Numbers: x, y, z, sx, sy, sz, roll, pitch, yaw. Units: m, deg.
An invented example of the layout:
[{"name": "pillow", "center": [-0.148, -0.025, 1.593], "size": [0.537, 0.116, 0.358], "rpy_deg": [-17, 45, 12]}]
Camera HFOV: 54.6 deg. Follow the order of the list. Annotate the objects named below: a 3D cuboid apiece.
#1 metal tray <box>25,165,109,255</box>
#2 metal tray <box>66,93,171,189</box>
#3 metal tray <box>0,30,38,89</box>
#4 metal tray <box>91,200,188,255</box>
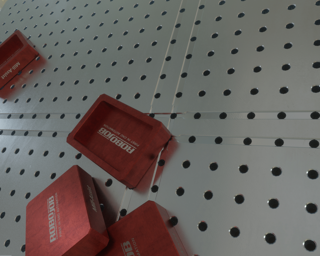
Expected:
[{"name": "metal tray", "center": [-0.117, 0.113, 0.375], "size": [0.090, 0.030, 0.130], "rpy_deg": [-40, 34, 1]}, {"name": "metal tray", "center": [-0.061, 0.013, 0.429], "size": [0.130, 0.030, 0.090], "rpy_deg": [27, 77, 37]}, {"name": "metal tray", "center": [-0.333, -0.145, 0.671], "size": [0.130, 0.030, 0.090], "rpy_deg": [-43, 51, -1]}, {"name": "metal tray", "center": [-0.014, 0.153, 0.319], "size": [0.090, 0.030, 0.130], "rpy_deg": [-35, 51, 5]}]
